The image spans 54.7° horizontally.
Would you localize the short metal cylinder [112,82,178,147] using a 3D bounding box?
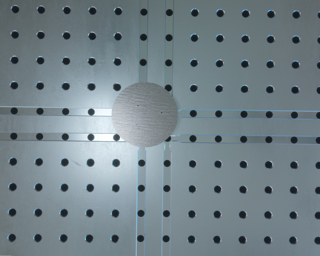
[{"bbox_3d":[-0.019,-0.016,0.401,0.081,0.050,0.079,0,90,-1],"label":"short metal cylinder"}]
